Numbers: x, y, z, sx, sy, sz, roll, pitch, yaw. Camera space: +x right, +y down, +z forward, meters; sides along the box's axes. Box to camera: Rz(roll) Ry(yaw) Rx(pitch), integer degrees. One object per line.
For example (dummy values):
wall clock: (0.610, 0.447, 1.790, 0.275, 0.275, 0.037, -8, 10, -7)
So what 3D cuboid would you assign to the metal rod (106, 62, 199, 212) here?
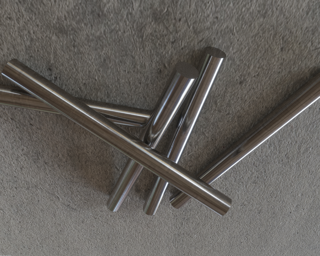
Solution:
metal rod: (-0.025, 0.035, 0.410, 0.025, 0.025, 0.298, 16, 136, -13)

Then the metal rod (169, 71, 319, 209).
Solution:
metal rod: (0.113, 0.029, 0.432, 0.025, 0.025, 0.299, 29, 124, -22)

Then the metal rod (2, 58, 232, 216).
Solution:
metal rod: (-0.045, 0.015, 0.364, 0.301, 0.025, 0.025, 33, 124, -6)

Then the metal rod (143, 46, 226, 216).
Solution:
metal rod: (0.022, 0.027, 0.430, 0.025, 0.025, 0.298, 11, 129, -10)

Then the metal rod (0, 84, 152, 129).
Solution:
metal rod: (-0.140, -0.032, 0.378, 0.302, 0.025, 0.025, 10, 130, -9)
